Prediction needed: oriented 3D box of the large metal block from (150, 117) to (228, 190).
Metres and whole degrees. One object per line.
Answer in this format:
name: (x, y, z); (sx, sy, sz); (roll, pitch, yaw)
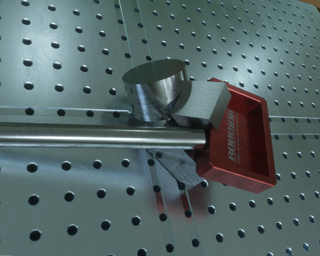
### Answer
large metal block: (0.042, 0.019, 0.403); (0.080, 0.050, 0.080); (46, 51, 3)

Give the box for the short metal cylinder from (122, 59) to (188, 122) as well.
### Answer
short metal cylinder: (-0.002, -0.050, 0.396); (0.080, 0.080, 0.050); (-40, 128, -39)

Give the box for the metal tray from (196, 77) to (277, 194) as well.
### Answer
metal tray: (0.093, 0.007, 0.385); (0.091, 0.030, 0.130); (19, 54, -17)

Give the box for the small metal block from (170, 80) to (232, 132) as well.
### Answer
small metal block: (0.048, -0.027, 0.359); (0.025, 0.050, 0.050); (50, 58, -46)

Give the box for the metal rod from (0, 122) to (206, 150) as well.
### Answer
metal rod: (-0.099, 0.008, 0.313); (0.302, 0.025, 0.025); (2, 60, -15)
